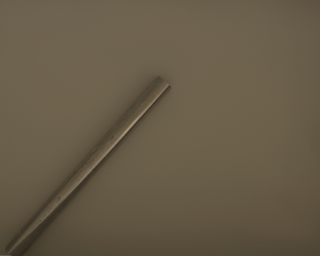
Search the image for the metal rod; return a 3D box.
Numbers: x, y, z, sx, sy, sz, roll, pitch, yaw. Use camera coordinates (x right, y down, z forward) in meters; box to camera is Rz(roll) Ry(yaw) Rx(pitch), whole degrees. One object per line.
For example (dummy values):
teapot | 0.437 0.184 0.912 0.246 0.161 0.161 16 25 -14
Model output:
metal rod | -0.093 0.051 0.410 0.025 0.025 0.300 42 90 -1
